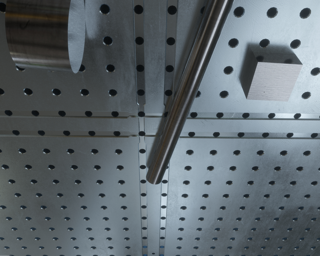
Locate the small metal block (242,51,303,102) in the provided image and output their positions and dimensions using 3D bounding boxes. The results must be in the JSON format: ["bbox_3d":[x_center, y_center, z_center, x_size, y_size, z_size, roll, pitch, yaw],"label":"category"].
[{"bbox_3d":[0.130,-0.060,0.363,0.050,0.025,0.050,3,130,-3],"label":"small metal block"}]

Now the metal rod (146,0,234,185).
[{"bbox_3d":[0.028,-0.033,0.384,0.025,0.025,0.298,11,129,-10],"label":"metal rod"}]

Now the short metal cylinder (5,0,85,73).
[{"bbox_3d":[-0.104,-0.094,0.294,0.050,0.080,0.079,5,130,-5],"label":"short metal cylinder"}]
